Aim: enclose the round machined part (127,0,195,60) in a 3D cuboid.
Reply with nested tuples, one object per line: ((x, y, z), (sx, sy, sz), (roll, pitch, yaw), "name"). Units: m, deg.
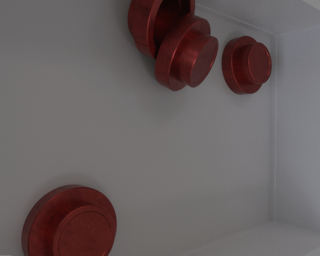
((-0.002, -0.134, 0.375), (0.099, 0.042, 0.097), (-43, 149, -35), "round machined part")

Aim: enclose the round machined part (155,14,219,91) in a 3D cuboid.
((0.040, -0.091, 0.396), (0.098, 0.042, 0.097), (-47, 156, -29), "round machined part")

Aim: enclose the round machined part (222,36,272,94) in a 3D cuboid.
((0.152, -0.107, 0.522), (0.099, 0.042, 0.097), (0, 90, -40), "round machined part")

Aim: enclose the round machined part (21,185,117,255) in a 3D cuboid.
((-0.087, 0.111, 0.323), (0.099, 0.042, 0.097), (0, 90, -40), "round machined part")
